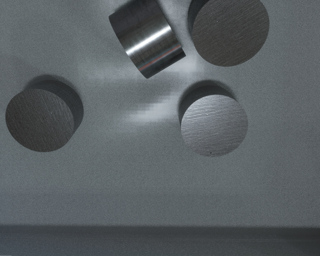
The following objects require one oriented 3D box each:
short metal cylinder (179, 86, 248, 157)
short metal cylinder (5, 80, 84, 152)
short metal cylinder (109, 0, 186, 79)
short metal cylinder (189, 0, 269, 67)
[{"bbox_3d":[0.065,-0.010,0.395,0.081,0.050,0.079,0,110,0],"label":"short metal cylinder"},{"bbox_3d":[-0.142,-0.016,0.391,0.081,0.050,0.079,0,110,0],"label":"short metal cylinder"},{"bbox_3d":[-0.013,-0.102,0.344,0.050,0.080,0.080,-30,108,10],"label":"short metal cylinder"},{"bbox_3d":[0.074,-0.116,0.346,0.081,0.050,0.079,-1,125,-1],"label":"short metal cylinder"}]
